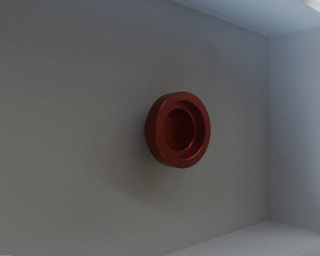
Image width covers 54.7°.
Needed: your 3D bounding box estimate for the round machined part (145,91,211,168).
[{"bbox_3d":[0.019,0.002,0.409,0.099,0.042,0.097,0,90,-40],"label":"round machined part"}]
